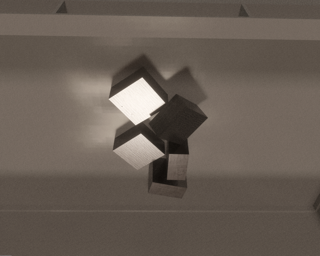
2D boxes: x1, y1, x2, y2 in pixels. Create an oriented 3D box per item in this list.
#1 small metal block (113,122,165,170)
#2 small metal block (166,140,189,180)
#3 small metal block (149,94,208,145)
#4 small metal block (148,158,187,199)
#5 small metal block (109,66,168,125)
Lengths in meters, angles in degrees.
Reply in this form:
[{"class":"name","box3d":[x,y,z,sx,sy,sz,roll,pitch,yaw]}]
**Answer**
[{"class":"small metal block","box3d":[-0.029,0.026,0.431,0.050,0.025,0.050,-31,124,23]},{"class":"small metal block","box3d":[0.023,0.036,0.424,0.025,0.050,0.050,2,130,-2]},{"class":"small metal block","box3d":[0.023,-0.009,0.382,0.050,0.025,0.050,-47,146,17]},{"class":"small metal block","box3d":[0.010,0.072,0.454,0.050,0.050,0.025,12,129,-11]},{"class":"small metal block","box3d":[-0.025,-0.038,0.377,0.050,0.025,0.050,-29,125,22]}]
